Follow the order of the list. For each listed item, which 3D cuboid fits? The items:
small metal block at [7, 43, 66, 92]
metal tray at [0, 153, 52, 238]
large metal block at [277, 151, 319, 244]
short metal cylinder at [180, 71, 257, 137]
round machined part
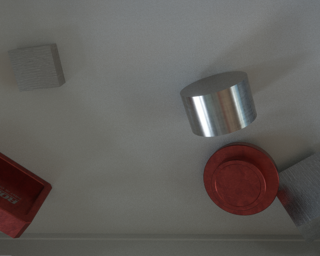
[{"bbox_3d":[-0.150,-0.075,0.382,0.050,0.025,0.050,-7,110,2],"label":"small metal block"},{"bbox_3d":[-0.216,0.073,0.400,0.130,0.090,0.030,37,106,-13],"label":"metal tray"},{"bbox_3d":[0.204,0.091,0.412,0.080,0.080,0.050,-32,126,10],"label":"large metal block"},{"bbox_3d":[0.070,-0.030,0.372,0.080,0.080,0.050,-17,109,6],"label":"short metal cylinder"},{"bbox_3d":[0.105,0.070,0.411,0.098,0.042,0.097,3,99,20],"label":"round machined part"}]
